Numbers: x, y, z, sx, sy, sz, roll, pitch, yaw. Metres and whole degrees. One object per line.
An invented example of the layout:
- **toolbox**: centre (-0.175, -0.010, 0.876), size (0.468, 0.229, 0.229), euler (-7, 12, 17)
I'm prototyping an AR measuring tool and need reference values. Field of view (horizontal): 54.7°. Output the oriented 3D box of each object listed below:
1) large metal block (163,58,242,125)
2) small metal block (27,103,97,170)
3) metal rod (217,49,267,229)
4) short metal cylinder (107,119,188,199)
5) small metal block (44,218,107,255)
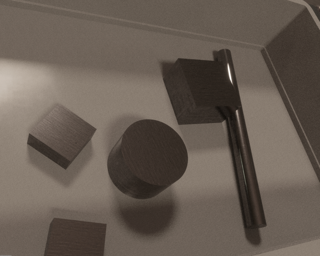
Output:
- **large metal block**: centre (0.061, -0.053, 0.457), size (0.081, 0.050, 0.080), euler (-3, 63, -30)
- **small metal block**: centre (-0.108, 0.009, 0.343), size (0.050, 0.025, 0.050), euler (36, 51, -5)
- **metal rod**: centre (0.119, -0.003, 0.473), size (0.025, 0.025, 0.299), euler (12, 57, -22)
- **short metal cylinder**: centre (-0.015, 0.037, 0.361), size (0.081, 0.050, 0.080), euler (14, 56, -21)
- **small metal block**: centre (-0.081, 0.116, 0.292), size (0.050, 0.025, 0.050), euler (14, 56, -21)
